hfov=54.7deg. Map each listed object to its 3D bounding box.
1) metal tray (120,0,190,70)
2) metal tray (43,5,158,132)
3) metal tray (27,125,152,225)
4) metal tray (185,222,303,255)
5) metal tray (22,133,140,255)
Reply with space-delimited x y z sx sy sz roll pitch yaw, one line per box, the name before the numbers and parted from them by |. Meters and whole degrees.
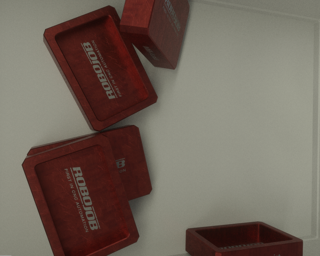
metal tray | 0.000 -0.129 0.357 0.030 0.130 0.090 12 88 15
metal tray | -0.071 -0.072 0.382 0.091 0.030 0.129 -29 100 -18
metal tray | -0.083 0.053 0.378 0.131 0.030 0.089 -14 95 -20
metal tray | 0.111 0.159 0.418 0.131 0.090 0.030 1 90 -20
metal tray | -0.086 0.080 0.344 0.091 0.030 0.129 -19 97 -19
